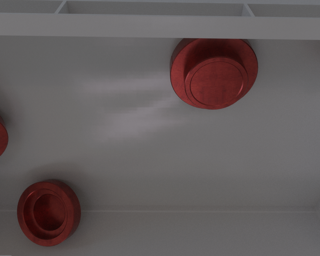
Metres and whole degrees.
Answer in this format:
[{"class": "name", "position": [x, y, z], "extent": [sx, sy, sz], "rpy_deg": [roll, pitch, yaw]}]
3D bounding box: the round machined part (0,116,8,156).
[{"class": "round machined part", "position": [-0.246, 0.006, 0.383], "extent": [0.099, 0.042, 0.097], "rpy_deg": [-21, 139, -19]}]

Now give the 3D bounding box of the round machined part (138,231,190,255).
[{"class": "round machined part", "position": [0.008, 0.236, 0.601], "extent": [0.099, 0.042, 0.097], "rpy_deg": [0, 130, 0]}]

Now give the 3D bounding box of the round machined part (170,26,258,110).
[{"class": "round machined part", "position": [0.060, -0.059, 0.348], "extent": [0.099, 0.042, 0.097], "rpy_deg": [0, 130, 0]}]

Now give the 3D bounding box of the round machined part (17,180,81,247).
[{"class": "round machined part", "position": [-0.167, 0.129, 0.484], "extent": [0.098, 0.042, 0.097], "rpy_deg": [0, 90, 14]}]
